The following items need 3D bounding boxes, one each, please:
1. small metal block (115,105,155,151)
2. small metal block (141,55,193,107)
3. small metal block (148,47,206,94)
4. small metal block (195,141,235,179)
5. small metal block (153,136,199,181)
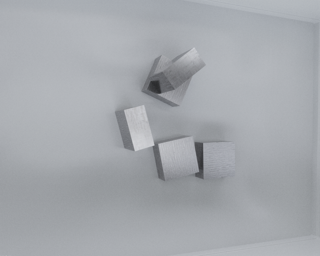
[{"bbox_3d":[-0.033,0.000,0.386,0.025,0.050,0.050,-16,96,-20],"label":"small metal block"},{"bbox_3d":[0.010,-0.062,0.415,0.050,0.025,0.050,25,82,-19],"label":"small metal block"},{"bbox_3d":[0.020,-0.069,0.379,0.050,0.050,0.025,-40,103,-16],"label":"small metal block"},{"bbox_3d":[0.078,0.045,0.441,0.050,0.025,0.050,-1,91,-21],"label":"small metal block"},{"bbox_3d":[0.021,0.040,0.420,0.050,0.025,0.050,-12,94,-20],"label":"small metal block"}]
